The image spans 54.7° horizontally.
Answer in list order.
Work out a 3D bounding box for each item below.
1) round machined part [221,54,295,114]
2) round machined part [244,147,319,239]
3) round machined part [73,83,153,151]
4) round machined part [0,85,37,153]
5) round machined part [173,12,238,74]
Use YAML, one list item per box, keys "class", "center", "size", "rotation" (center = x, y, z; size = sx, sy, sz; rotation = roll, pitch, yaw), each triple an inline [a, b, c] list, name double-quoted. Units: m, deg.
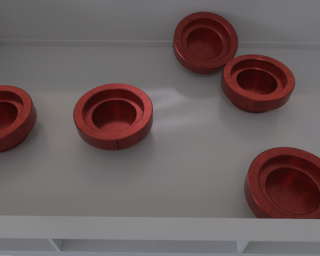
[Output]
- class: "round machined part"
  center: [0.137, -0.059, 0.444]
  size: [0.099, 0.042, 0.098]
  rotation: [0, 50, 0]
- class: "round machined part"
  center: [0.140, 0.072, 0.335]
  size: [0.099, 0.042, 0.098]
  rotation: [0, 50, 0]
- class: "round machined part"
  center: [-0.058, -0.010, 0.402]
  size: [0.099, 0.042, 0.098]
  rotation: [0, 50, 0]
- class: "round machined part"
  center: [-0.209, -0.007, 0.398]
  size: [0.099, 0.042, 0.098]
  rotation: [0, 50, 0]
- class: "round machined part"
  center: [0.068, -0.128, 0.487]
  size: [0.099, 0.042, 0.098]
  rotation: [1, 74, -4]
